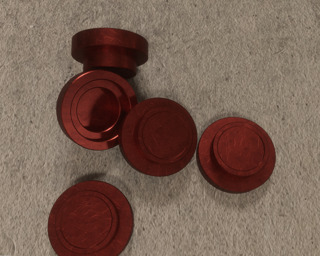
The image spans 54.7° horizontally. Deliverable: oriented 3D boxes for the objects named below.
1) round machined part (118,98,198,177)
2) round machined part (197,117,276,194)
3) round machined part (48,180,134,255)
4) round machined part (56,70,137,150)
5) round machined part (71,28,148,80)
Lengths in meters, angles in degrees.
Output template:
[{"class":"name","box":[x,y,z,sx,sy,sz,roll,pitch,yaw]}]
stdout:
[{"class":"round machined part","box":[0.001,0.010,0.378,0.099,0.042,0.097,2,83,-17]},{"class":"round machined part","box":[0.097,0.031,0.389,0.099,0.042,0.098,0,70,-1]},{"class":"round machined part","box":[-0.081,0.109,0.358,0.099,0.042,0.098,0,70,-1]},{"class":"round machined part","box":[-0.081,-0.024,0.389,0.099,0.042,0.097,-7,102,-32]},{"class":"round machined part","box":[-0.064,-0.090,0.404,0.099,0.098,0.042,0,84,0]}]
